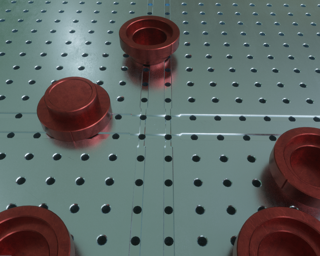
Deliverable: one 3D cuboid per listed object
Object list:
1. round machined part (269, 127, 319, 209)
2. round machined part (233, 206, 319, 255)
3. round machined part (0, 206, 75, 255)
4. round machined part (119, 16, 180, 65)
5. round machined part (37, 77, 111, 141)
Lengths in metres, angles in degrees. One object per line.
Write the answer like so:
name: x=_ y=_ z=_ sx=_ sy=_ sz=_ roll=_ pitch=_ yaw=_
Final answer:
round machined part: x=0.176 y=0.049 z=0.358 sx=0.099 sy=0.042 sz=0.098 roll=0 pitch=50 yaw=0
round machined part: x=0.118 y=0.128 z=0.291 sx=0.099 sy=0.042 sz=0.098 roll=0 pitch=50 yaw=0
round machined part: x=-0.129 y=0.127 z=0.289 sx=0.099 sy=0.042 sz=0.098 roll=0 pitch=50 yaw=0
round machined part: x=-0.017 y=-0.143 z=0.516 sx=0.099 sy=0.042 sz=0.098 roll=0 pitch=50 yaw=0
round machined part: x=-0.118 y=-0.033 z=0.422 sx=0.099 sy=0.042 sz=0.098 roll=0 pitch=50 yaw=0
